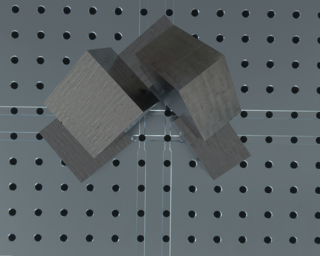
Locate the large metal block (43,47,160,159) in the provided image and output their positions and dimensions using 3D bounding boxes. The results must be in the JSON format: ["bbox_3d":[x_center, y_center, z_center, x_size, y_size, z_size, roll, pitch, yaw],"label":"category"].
[{"bbox_3d":[-0.062,-0.028,0.334,0.080,0.050,0.080,-42,91,25],"label":"large metal block"}]

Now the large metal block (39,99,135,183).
[{"bbox_3d":[-0.090,0.011,0.399,0.080,0.050,0.080,-39,91,0],"label":"large metal block"}]

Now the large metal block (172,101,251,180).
[{"bbox_3d":[0.058,0.011,0.385,0.050,0.080,0.080,-34,90,0],"label":"large metal block"}]

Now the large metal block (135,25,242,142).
[{"bbox_3d":[0.030,-0.046,0.315,0.050,0.080,0.080,-39,48,-5],"label":"large metal block"}]

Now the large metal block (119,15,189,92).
[{"bbox_3d":[-0.009,-0.082,0.384,0.080,0.080,0.050,-41,91,0],"label":"large metal block"}]
